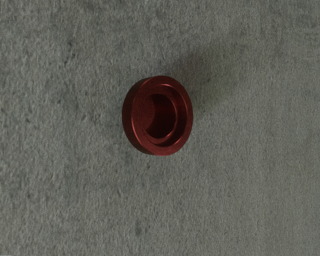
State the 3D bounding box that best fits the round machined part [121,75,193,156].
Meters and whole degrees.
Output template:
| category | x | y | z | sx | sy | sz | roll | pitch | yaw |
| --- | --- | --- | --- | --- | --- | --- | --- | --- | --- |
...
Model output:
| category | x | y | z | sx | sy | sz | roll | pitch | yaw |
| --- | --- | --- | --- | --- | --- | --- | --- | --- | --- |
| round machined part | -0.007 | -0.015 | 0.389 | 0.099 | 0.042 | 0.097 | 0 | 90 | -40 |
